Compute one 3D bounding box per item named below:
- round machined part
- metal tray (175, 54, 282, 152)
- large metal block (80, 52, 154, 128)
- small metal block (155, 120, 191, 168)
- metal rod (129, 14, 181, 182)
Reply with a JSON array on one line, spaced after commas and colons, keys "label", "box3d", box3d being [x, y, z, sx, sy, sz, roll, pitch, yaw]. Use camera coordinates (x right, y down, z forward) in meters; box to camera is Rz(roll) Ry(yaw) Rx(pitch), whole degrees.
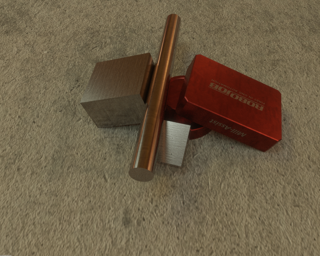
[{"label": "round machined part", "box3d": [0.033, -0.034, 0.422, 0.099, 0.042, 0.098, 0, 50, 0]}, {"label": "metal tray", "box3d": [0.093, -0.034, 0.401, 0.131, 0.030, 0.090, 23, 52, -8]}, {"label": "large metal block", "box3d": [-0.049, -0.050, 0.416, 0.080, 0.050, 0.080, -6, 48, 18]}, {"label": "small metal block", "box3d": [0.008, 0.019, 0.376, 0.050, 0.025, 0.050, 12, 76, 10]}, {"label": "metal rod", "box3d": [0.002, -0.064, 0.404, 0.025, 0.025, 0.300, 6, 48, 5]}]
